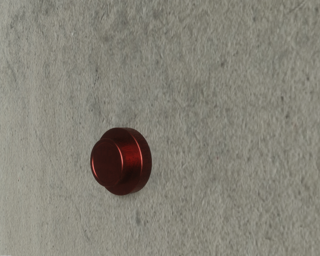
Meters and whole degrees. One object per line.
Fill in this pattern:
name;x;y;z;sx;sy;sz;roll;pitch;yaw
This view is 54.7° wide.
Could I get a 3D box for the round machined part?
round machined part;-0.062;0.048;0.443;0.098;0.042;0.097;0;90;39
